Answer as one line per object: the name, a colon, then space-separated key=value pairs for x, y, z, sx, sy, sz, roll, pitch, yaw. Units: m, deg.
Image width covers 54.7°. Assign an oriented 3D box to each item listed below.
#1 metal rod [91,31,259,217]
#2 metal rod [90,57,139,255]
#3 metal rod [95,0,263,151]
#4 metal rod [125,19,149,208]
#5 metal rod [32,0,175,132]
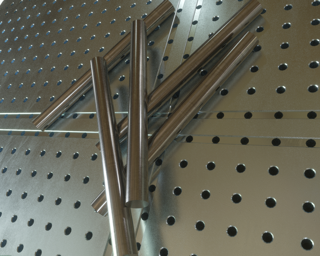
metal rod: x=0.023 y=-0.010 z=0.400 sx=0.300 sy=0.025 sz=0.025 roll=-48 pitch=52 yaw=-6
metal rod: x=-0.065 y=0.014 z=0.398 sx=0.025 sy=0.025 sz=0.299 roll=-25 pitch=53 yaw=13
metal rod: x=0.028 y=-0.072 z=0.436 sx=0.300 sy=0.025 sz=0.025 roll=-43 pitch=51 yaw=-3
metal rod: x=-0.029 y=-0.042 z=0.414 sx=0.025 sy=0.025 sz=0.300 roll=-16 pitch=53 yaw=19
metal rod: x=-0.092 y=-0.106 z=0.519 sx=0.300 sy=0.025 sz=0.025 roll=-43 pitch=51 yaw=-2
